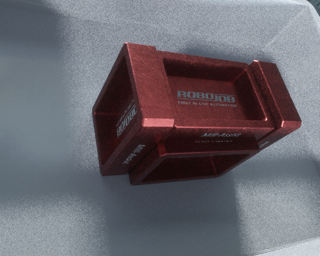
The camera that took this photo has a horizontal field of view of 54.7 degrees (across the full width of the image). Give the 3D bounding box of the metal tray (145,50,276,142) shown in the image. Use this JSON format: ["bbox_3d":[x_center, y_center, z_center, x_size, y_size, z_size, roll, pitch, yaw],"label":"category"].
[{"bbox_3d":[0.053,-0.032,0.332,0.131,0.030,0.090,1,61,-28],"label":"metal tray"}]

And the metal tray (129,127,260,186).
[{"bbox_3d":[0.037,0.033,0.360,0.131,0.090,0.030,0,61,-28],"label":"metal tray"}]

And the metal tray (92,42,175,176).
[{"bbox_3d":[-0.036,-0.013,0.325,0.030,0.129,0.090,1,62,-28],"label":"metal tray"}]

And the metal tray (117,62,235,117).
[{"bbox_3d":[0.018,-0.046,0.398,0.131,0.090,0.030,0,63,-28],"label":"metal tray"}]

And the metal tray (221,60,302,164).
[{"bbox_3d":[0.108,-0.013,0.401,0.030,0.129,0.090,1,62,-28],"label":"metal tray"}]
